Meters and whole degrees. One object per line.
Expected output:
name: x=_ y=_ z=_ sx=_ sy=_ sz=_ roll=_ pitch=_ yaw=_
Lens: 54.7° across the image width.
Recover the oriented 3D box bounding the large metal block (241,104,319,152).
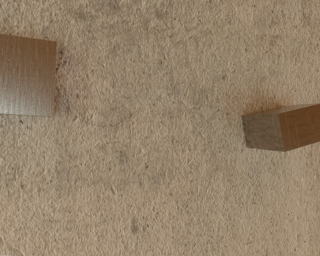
large metal block: x=0.178 y=-0.002 z=0.445 sx=0.081 sy=0.080 sz=0.050 roll=-13 pitch=95 yaw=-20

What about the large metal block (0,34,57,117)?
large metal block: x=-0.158 y=-0.054 z=0.337 sx=0.081 sy=0.050 sz=0.080 roll=3 pitch=89 yaw=-20
